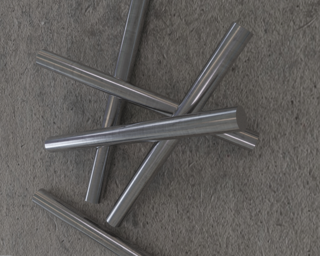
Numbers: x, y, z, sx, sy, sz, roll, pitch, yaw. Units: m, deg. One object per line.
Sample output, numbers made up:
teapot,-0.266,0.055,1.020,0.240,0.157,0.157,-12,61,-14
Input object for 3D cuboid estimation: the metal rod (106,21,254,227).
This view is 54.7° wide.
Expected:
metal rod,0.010,0.014,0.372,0.025,0.025,0.298,40,115,15

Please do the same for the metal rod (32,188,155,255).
metal rod,-0.056,0.163,0.428,0.301,0.025,0.025,25,98,18

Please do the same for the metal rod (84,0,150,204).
metal rod,-0.060,-0.041,0.429,0.025,0.025,0.298,16,95,19

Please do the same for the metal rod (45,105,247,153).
metal rod,-0.043,0.008,0.379,0.300,0.025,0.025,-8,87,36

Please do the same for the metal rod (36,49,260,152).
metal rod,-0.023,-0.039,0.395,0.301,0.025,0.025,22,98,10
